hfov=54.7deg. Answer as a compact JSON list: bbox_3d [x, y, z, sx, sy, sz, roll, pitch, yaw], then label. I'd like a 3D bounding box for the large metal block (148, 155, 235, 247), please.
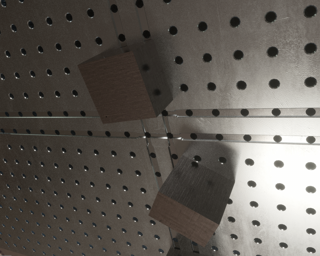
[{"bbox_3d":[0.043,0.093,0.410,0.080,0.080,0.050,27,128,11],"label":"large metal block"}]

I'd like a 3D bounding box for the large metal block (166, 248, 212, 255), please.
[{"bbox_3d":[0.043,0.253,0.508,0.080,0.080,0.050,-1,118,28],"label":"large metal block"}]

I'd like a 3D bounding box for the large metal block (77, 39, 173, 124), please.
[{"bbox_3d":[-0.041,-0.055,0.381,0.080,0.050,0.080,-6,116,30],"label":"large metal block"}]
